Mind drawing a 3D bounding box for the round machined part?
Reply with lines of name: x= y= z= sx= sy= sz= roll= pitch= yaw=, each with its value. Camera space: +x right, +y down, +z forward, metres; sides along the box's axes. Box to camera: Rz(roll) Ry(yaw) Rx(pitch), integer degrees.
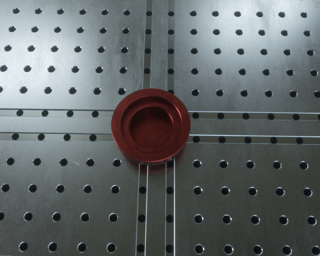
round machined part: x=-0.011 y=0.001 z=0.402 sx=0.099 sy=0.042 sz=0.098 roll=0 pitch=70 yaw=0
